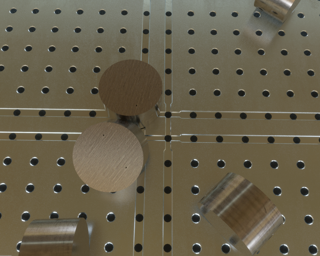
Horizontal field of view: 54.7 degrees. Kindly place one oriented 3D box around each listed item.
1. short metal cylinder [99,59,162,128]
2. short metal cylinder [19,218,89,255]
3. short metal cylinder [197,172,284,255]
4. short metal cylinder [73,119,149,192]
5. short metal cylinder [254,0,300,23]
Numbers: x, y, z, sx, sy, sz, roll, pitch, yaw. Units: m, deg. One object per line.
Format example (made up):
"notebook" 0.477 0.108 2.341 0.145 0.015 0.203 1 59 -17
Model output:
"short metal cylinder" -0.037 -0.044 0.414 0.081 0.050 0.080 0 70 -1
"short metal cylinder" -0.110 0.138 0.331 0.050 0.080 0.080 -2 70 -1
"short metal cylinder" 0.089 0.097 0.348 0.050 0.080 0.080 -41 76 -14
"short metal cylinder" -0.056 0.030 0.371 0.080 0.050 0.079 0 96 5
"short metal cylinder" 0.186 -0.206 0.460 0.050 0.080 0.080 37 74 12
